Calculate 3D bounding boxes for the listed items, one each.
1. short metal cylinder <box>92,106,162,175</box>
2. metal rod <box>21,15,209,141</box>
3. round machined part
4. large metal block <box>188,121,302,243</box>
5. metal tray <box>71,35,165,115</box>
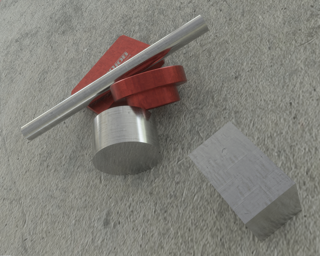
[{"bbox_3d":[-0.042,0.017,0.378,0.080,0.080,0.050,-21,54,15],"label":"short metal cylinder"},{"bbox_3d":[-0.069,-0.067,0.439,0.300,0.025,0.025,-30,52,8],"label":"metal rod"},{"bbox_3d":[-0.012,-0.046,0.403,0.098,0.098,0.042,-15,93,19],"label":"round machined part"},{"bbox_3d":[0.082,0.052,0.293,0.050,0.080,0.080,-40,51,1],"label":"large metal block"},{"bbox_3d":[-0.066,-0.079,0.482,0.090,0.030,0.130,32,79,37],"label":"metal tray"}]
